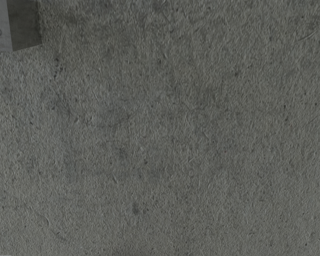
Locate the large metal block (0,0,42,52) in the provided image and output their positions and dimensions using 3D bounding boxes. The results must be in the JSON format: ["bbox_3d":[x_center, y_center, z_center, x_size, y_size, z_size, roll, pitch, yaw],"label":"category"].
[{"bbox_3d":[-0.186,-0.114,0.336,0.081,0.080,0.050,2,110,-1],"label":"large metal block"}]
